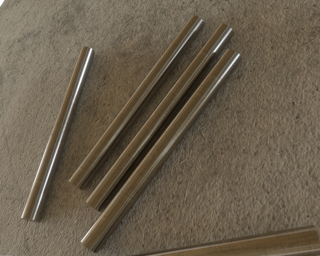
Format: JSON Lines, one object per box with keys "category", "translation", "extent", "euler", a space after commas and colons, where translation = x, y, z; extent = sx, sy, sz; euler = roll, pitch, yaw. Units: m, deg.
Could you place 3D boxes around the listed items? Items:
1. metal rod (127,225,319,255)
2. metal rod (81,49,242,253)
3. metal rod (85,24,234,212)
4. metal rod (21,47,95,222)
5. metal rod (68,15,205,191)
{"category": "metal rod", "translation": [0.002, 0.139, 0.317], "extent": [0.301, 0.025, 0.025], "euler": [-17, 55, 18]}
{"category": "metal rod", "translation": [0.008, 0.021, 0.387], "extent": [0.025, 0.025, 0.300], "euler": [30, 78, 37]}
{"category": "metal rod", "translation": [0.005, -0.021, 0.413], "extent": [0.025, 0.025, 0.300], "euler": [29, 77, 37]}
{"category": "metal rod", "translation": [-0.152, -0.006, 0.487], "extent": [0.025, 0.025, 0.300], "euler": [-4, 60, 26]}
{"category": "metal rod", "translation": [-0.028, -0.043, 0.444], "extent": [0.025, 0.025, 0.300], "euler": [27, 76, 37]}
